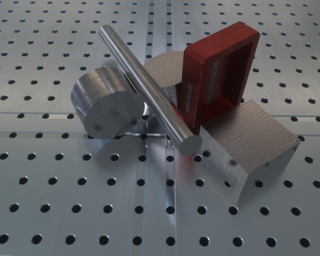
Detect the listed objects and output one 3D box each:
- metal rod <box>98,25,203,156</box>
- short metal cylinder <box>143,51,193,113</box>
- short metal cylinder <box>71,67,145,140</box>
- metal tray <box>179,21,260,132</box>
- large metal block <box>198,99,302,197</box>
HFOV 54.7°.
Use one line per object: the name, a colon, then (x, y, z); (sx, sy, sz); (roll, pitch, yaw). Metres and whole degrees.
metal rod: (-0.030, -0.070, 0.401); (0.025, 0.025, 0.300); (-18, 42, -15)
short metal cylinder: (0.017, -0.064, 0.433); (0.080, 0.050, 0.080); (-10, 45, 10)
short metal cylinder: (-0.067, -0.031, 0.397); (0.081, 0.080, 0.050); (-22, 54, -18)
metal tray: (0.070, -0.056, 0.387); (0.091, 0.129, 0.030); (-31, 57, -23)
large metal block: (0.103, 0.021, 0.374); (0.081, 0.050, 0.080); (-26, 55, -21)
